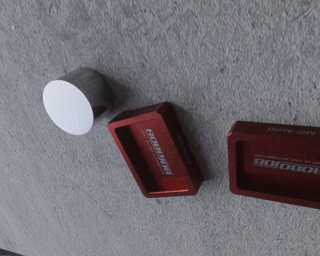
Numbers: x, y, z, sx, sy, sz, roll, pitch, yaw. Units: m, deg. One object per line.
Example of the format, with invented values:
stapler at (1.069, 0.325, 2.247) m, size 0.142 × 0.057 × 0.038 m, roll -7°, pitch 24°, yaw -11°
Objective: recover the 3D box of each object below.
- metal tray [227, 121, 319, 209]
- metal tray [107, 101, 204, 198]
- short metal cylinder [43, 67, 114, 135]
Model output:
metal tray at (0.146, 0.042, 0.352) m, size 0.130 × 0.030 × 0.089 m, roll 6°, pitch 121°, yaw 25°
metal tray at (-0.005, 0.035, 0.427) m, size 0.090 × 0.030 × 0.129 m, roll -12°, pitch 113°, yaw 33°
short metal cylinder at (-0.111, -0.037, 0.426) m, size 0.080 × 0.050 × 0.079 m, roll 13°, pitch 124°, yaw 21°
